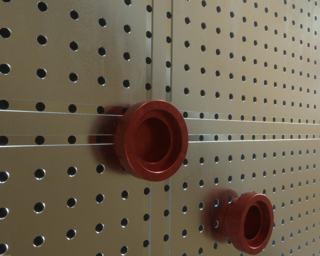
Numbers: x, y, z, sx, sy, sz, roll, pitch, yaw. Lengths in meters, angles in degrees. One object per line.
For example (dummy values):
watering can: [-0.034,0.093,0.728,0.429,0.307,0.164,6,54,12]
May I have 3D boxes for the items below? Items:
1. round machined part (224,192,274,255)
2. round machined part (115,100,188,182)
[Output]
round machined part: [0.145,0.156,0.519,0.099,0.042,0.097,0,90,-40]
round machined part: [-0.014,0.015,0.385,0.099,0.042,0.097,0,90,-40]
